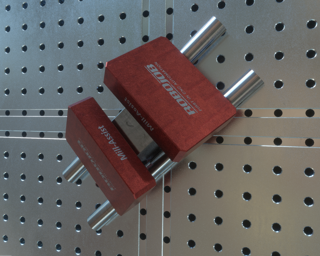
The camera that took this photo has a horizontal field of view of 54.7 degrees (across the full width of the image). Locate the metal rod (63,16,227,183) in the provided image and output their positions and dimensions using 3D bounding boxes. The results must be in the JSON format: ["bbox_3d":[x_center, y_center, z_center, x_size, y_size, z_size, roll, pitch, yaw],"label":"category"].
[{"bbox_3d":[-0.030,-0.030,0.422,0.299,0.025,0.025,-44,77,14],"label":"metal rod"}]

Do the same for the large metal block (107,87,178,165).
[{"bbox_3d":[-0.013,-0.002,0.386,0.080,0.080,0.050,-44,77,14],"label":"large metal block"}]

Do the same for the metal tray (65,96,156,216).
[{"bbox_3d":[-0.066,0.037,0.377,0.130,0.030,0.090,52,149,12],"label":"metal tray"}]

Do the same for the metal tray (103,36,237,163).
[{"bbox_3d":[0.010,-0.037,0.350,0.091,0.030,0.130,-34,75,-29],"label":"metal tray"}]

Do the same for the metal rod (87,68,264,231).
[{"bbox_3d":[0.011,0.037,0.408,0.299,0.025,0.025,-43,77,14],"label":"metal rod"}]
